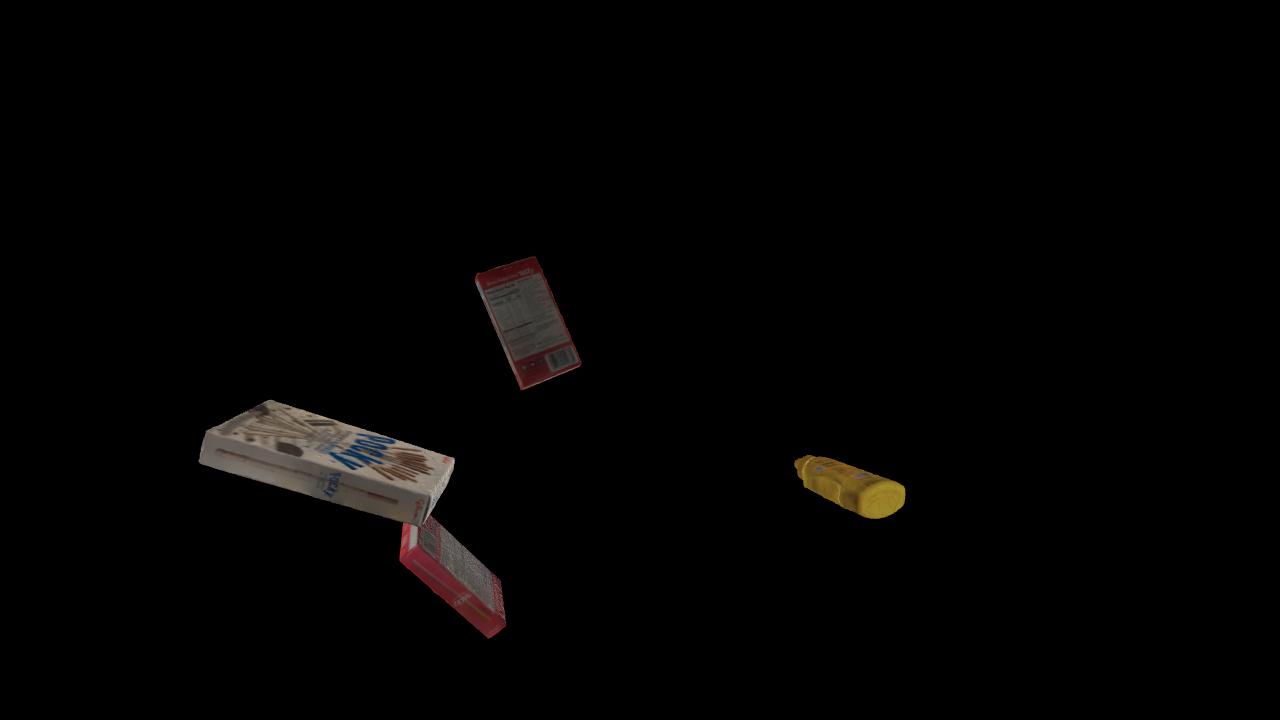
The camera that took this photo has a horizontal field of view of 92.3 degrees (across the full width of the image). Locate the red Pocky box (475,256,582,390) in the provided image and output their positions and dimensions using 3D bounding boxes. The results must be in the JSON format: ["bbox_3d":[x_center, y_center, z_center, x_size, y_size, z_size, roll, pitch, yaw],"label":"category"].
[{"bbox_3d":[-0.141,-0.048,0.780,0.083,0.155,0.028,-22,-4,-20],"label":"red Pocky box"}]

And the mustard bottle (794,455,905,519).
[{"bbox_3d":[0.298,0.182,0.929,0.092,0.054,0.184,-9,11,-24],"label":"mustard bottle"}]

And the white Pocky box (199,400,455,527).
[{"bbox_3d":[-0.223,0.075,0.457,0.154,0.028,0.084,19,8,-8],"label":"white Pocky box"}]

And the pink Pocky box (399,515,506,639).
[{"bbox_3d":[-0.216,0.247,0.715,0.029,0.155,0.084,-37,25,-3],"label":"pink Pocky box"}]
